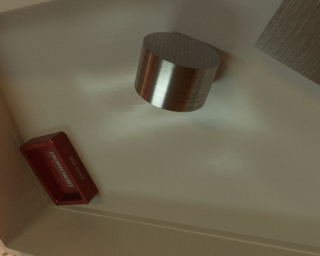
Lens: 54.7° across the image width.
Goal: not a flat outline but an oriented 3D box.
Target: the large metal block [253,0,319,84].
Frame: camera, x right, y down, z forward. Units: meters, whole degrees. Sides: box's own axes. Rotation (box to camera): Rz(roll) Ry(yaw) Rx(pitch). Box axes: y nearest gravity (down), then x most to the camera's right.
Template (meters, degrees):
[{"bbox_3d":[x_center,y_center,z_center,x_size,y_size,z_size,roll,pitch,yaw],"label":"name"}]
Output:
[{"bbox_3d":[0.141,-0.090,0.263,0.080,0.050,0.079,33,129,6],"label":"large metal block"}]

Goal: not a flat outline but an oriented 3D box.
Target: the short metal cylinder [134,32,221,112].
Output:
[{"bbox_3d":[0.017,-0.060,0.326,0.080,0.080,0.050,25,127,12],"label":"short metal cylinder"}]

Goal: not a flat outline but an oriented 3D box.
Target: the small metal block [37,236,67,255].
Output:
[{"bbox_3d":[-0.249,0.282,0.714,0.050,0.025,0.050,43,129,-2],"label":"small metal block"}]

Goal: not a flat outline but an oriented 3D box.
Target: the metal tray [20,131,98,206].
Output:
[{"bbox_3d":[-0.176,0.074,0.541,0.090,0.030,0.129,-12,113,32],"label":"metal tray"}]
